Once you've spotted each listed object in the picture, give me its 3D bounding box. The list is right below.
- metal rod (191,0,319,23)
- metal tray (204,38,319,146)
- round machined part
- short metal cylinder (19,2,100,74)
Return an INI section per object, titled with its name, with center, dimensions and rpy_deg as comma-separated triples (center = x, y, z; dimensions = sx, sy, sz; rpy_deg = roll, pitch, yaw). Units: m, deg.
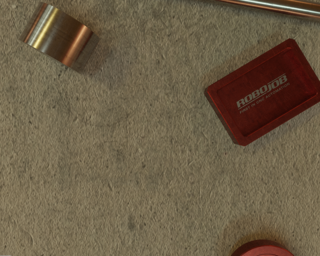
[metal rod]
center = 0.090, -0.175, 0.411
dimensions = 0.302, 0.025, 0.025
rpy_deg = 10, 90, -1
[metal tray]
center = 0.137, -0.046, 0.409
dimensions = 0.130, 0.030, 0.090
rpy_deg = -31, 90, -1
[round machined part]
center = 0.132, 0.194, 0.403
dimensions = 0.099, 0.042, 0.097
rpy_deg = 0, 90, -1
[short metal cylinder]
center = -0.122, -0.108, 0.381
dimensions = 0.080, 0.080, 0.050
rpy_deg = 29, 90, -1
